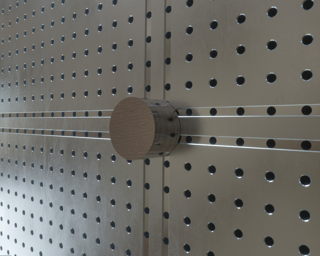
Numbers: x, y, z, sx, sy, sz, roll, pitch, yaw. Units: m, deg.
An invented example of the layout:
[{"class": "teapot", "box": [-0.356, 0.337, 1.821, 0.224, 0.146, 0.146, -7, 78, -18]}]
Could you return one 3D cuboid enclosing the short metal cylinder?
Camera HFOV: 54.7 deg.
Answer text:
[{"class": "short metal cylinder", "box": [-0.021, 0.001, 0.407, 0.080, 0.050, 0.079, 0, 90, 39]}]
